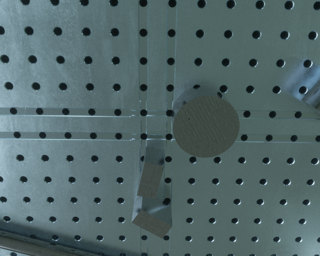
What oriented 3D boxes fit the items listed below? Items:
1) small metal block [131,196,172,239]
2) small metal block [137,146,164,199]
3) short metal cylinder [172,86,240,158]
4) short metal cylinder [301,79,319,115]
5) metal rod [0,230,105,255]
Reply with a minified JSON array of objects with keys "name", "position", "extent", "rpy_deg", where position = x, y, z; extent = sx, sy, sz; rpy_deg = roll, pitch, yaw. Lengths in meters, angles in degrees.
[{"name":"small metal block","position":[-0.011,0.123,0.445],"extent":[0.050,0.050,0.025],"rpy_deg":[32,107,-11]},{"name":"small metal block","position":[-0.012,0.060,0.422],"extent":[0.025,0.050,0.050],"rpy_deg":[12,110,-5]},{"name":"short metal cylinder","position":[0.056,-0.009,0.397],"extent":[0.081,0.050,0.079],"rpy_deg":[0,110,0]},{"name":"short metal cylinder","position":[0.222,-0.029,0.375],"extent":[0.080,0.080,0.050],"rpy_deg":[34,107,-12]},{"name":"metal rod","position":[-0.154,0.197,0.484],"extent":[0.302,0.025,0.025],"rpy_deg":[17,109,-7]}]
